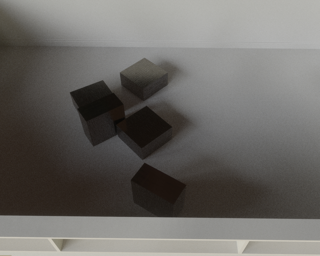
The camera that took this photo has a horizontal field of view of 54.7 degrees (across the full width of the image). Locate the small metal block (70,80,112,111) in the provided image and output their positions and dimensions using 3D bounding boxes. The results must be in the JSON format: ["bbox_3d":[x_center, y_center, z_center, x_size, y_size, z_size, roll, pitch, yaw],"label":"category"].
[{"bbox_3d":[-0.091,-0.035,0.434,0.050,0.025,0.050,-25,54,-20],"label":"small metal block"}]

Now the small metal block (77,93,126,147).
[{"bbox_3d":[-0.073,-0.010,0.397,0.050,0.050,0.025,-28,56,-21],"label":"small metal block"}]

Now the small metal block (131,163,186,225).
[{"bbox_3d":[-0.002,0.071,0.329,0.050,0.050,0.025,26,55,20],"label":"small metal block"}]

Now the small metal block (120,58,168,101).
[{"bbox_3d":[-0.024,-0.074,0.467,0.050,0.025,0.050,37,59,27],"label":"small metal block"}]

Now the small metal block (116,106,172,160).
[{"bbox_3d":[-0.020,0.005,0.400,0.050,0.025,0.050,-34,58,-26],"label":"small metal block"}]
